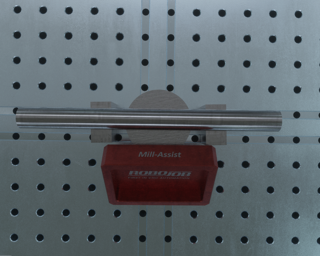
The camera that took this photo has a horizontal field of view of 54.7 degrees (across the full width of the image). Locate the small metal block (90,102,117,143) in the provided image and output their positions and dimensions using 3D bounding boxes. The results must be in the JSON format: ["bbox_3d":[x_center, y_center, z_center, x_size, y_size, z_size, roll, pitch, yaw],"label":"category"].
[{"bbox_3d":[-0.071,-0.007,0.400,0.025,0.050,0.050,-1,90,0],"label":"small metal block"}]

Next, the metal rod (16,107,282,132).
[{"bbox_3d":[-0.012,-0.010,0.363,0.302,0.025,0.025,1,90,0],"label":"metal rod"}]

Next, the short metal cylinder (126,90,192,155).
[{"bbox_3d":[-0.002,-0.007,0.400,0.081,0.050,0.080,0,90,0],"label":"short metal cylinder"}]

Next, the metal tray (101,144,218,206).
[{"bbox_3d":[-0.001,0.060,0.383,0.131,0.089,0.030,0,47,0],"label":"metal tray"}]

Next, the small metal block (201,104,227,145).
[{"bbox_3d":[0.068,-0.004,0.401,0.025,0.050,0.050,-1,90,0],"label":"small metal block"}]
